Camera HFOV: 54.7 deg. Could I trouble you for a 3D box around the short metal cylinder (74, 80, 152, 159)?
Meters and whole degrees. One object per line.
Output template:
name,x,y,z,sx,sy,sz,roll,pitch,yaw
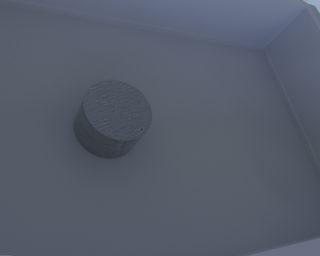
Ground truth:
short metal cylinder,-0.056,-0.010,0.367,0.081,0.050,0.080,14,56,-21
